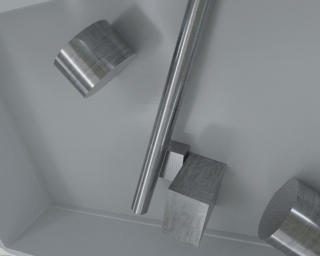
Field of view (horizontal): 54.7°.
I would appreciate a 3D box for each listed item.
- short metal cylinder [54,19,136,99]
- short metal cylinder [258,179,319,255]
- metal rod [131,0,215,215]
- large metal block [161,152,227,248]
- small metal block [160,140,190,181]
[{"bbox_3d":[-0.074,-0.079,0.362,0.050,0.080,0.080,49,128,-7],"label":"short metal cylinder"},{"bbox_3d":[0.157,0.106,0.356,0.050,0.080,0.079,32,128,7],"label":"short metal cylinder"},{"bbox_3d":[0.007,-0.010,0.373,0.025,0.025,0.298,24,120,13],"label":"metal rod"},{"bbox_3d":[0.045,0.092,0.405,0.050,0.080,0.079,18,126,17],"label":"large metal block"},{"bbox_3d":[0.012,0.044,0.428,0.050,0.025,0.050,16,125,19],"label":"small metal block"}]
